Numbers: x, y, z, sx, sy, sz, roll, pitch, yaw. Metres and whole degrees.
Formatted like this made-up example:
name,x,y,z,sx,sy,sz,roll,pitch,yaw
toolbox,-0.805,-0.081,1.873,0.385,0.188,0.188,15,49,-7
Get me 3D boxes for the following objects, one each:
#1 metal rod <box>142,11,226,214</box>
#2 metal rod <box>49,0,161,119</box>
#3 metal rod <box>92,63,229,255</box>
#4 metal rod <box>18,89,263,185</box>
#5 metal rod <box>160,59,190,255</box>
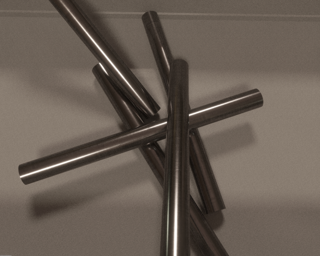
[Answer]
name,x,y,z,sx,sy,sz,roll,pitch,yaw
metal rod,0.026,-0.034,0.422,0.025,0.025,0.299,-15,71,-6
metal rod,-0.101,-0.133,0.385,0.025,0.025,0.300,-42,104,-14
metal rod,-0.007,0.035,0.396,0.025,0.025,0.299,-30,73,-11
metal rod,-0.016,0.008,0.378,0.302,0.025,0.025,-18,71,-7
metal rod,0.018,0.031,0.318,0.025,0.025,0.300,3,49,1
